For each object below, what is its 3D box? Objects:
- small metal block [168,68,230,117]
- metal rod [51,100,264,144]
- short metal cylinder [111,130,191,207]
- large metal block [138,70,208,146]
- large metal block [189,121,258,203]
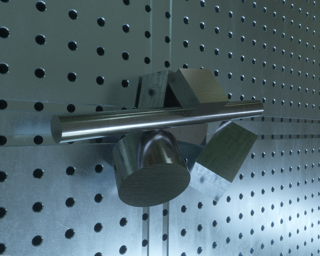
[{"bbox_3d":[0.045,-0.042,0.362,0.050,0.025,0.050,-8,60,-40],"label":"small metal block"},{"bbox_3d":[0.027,-0.014,0.362,0.302,0.025,0.025,-7,95,-39],"label":"metal rod"},{"bbox_3d":[-0.011,0.046,0.352,0.080,0.080,0.050,25,32,-38],"label":"short metal cylinder"},{"bbox_3d":[0.019,-0.022,0.404,0.081,0.050,0.080,14,81,-39],"label":"large metal block"},{"bbox_3d":[0.085,0.046,0.432,0.080,0.050,0.080,-52,165,-27],"label":"large metal block"}]
